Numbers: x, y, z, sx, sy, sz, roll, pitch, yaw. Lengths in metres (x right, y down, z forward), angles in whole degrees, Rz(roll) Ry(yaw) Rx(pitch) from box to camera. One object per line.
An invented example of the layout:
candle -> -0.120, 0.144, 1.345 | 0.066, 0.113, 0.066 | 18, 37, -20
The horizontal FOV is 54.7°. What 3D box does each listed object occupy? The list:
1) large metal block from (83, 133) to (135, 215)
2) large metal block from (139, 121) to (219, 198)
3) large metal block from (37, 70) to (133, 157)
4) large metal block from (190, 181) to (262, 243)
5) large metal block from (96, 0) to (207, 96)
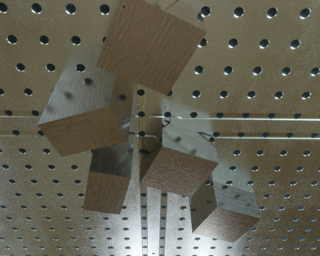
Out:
large metal block -> -0.070, 0.059, 0.425 | 0.050, 0.080, 0.079 | 11, 129, -10
large metal block -> 0.024, 0.046, 0.435 | 0.081, 0.050, 0.079 | 18, 128, -15
large metal block -> -0.081, -0.020, 0.357 | 0.080, 0.080, 0.050 | -14, 129, 11
large metal block -> 0.106, 0.142, 0.518 | 0.081, 0.050, 0.079 | 18, 128, -16
large metal block -> -0.010, -0.091, 0.317 | 0.080, 0.050, 0.079 | 21, 127, -17
